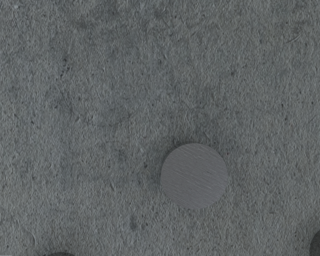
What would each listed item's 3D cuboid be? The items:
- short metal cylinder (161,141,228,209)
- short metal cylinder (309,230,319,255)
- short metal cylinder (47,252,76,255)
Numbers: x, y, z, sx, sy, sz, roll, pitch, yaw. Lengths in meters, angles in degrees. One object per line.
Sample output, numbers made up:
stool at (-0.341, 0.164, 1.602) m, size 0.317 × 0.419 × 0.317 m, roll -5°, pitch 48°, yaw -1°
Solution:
short metal cylinder at (0.041, 0.058, 0.398) m, size 0.081 × 0.050 × 0.080 m, roll 0°, pitch 90°, yaw 0°
short metal cylinder at (0.245, 0.170, 0.399) m, size 0.081 × 0.050 × 0.080 m, roll 0°, pitch 90°, yaw 0°
short metal cylinder at (-0.135, 0.209, 0.396) m, size 0.081 × 0.050 × 0.080 m, roll 0°, pitch 90°, yaw 0°
